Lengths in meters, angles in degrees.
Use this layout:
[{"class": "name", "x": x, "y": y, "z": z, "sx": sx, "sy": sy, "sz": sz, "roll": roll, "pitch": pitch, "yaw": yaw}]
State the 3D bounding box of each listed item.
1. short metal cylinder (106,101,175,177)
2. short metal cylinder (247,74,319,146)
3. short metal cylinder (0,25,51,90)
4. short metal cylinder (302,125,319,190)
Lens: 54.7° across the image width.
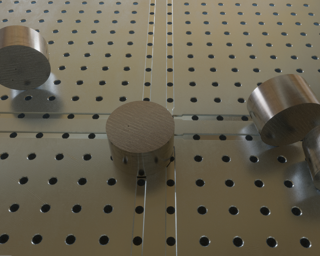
[{"class": "short metal cylinder", "x": -0.023, "y": 0.012, "z": 0.381, "sx": 0.081, "sy": 0.050, "sz": 0.080, "roll": 0, "pitch": 50, "yaw": 0}, {"class": "short metal cylinder", "x": 0.157, "y": -0.021, "z": 0.391, "sx": 0.081, "sy": 0.080, "sz": 0.050, "roll": -7, "pitch": 51, "yaw": -6}, {"class": "short metal cylinder", "x": -0.206, "y": -0.102, "z": 0.456, "sx": 0.081, "sy": 0.080, "sz": 0.050, "roll": -13, "pitch": 52, "yaw": -11}, {"class": "short metal cylinder", "x": 0.208, "y": 0.032, "z": 0.346, "sx": 0.080, "sy": 0.080, "sz": 0.050, "roll": 2, "pitch": 50, "yaw": 2}]
